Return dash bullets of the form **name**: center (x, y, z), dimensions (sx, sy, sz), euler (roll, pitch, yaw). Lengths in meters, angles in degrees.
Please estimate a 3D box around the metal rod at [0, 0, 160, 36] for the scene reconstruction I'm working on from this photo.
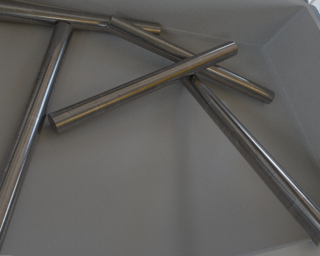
- **metal rod**: center (-0.137, -0.150, 0.424), dimensions (0.303, 0.025, 0.025), euler (-3, 63, -30)

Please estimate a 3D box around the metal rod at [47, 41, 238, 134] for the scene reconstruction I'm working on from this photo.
- **metal rod**: center (-0.003, -0.065, 0.419), dimensions (0.302, 0.025, 0.025), euler (-28, 77, -29)

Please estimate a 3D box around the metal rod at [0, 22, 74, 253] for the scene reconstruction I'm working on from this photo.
- **metal rod**: center (-0.139, -0.008, 0.335), dimensions (0.025, 0.025, 0.300), euler (18, 55, -19)

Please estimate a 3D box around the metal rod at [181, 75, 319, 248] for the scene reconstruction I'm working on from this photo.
- **metal rod**: center (0.094, 0.007, 0.378), dimensions (0.025, 0.025, 0.300), euler (1, 37, -28)

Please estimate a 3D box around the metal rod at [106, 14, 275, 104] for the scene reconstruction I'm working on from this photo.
- **metal rod**: center (0.061, -0.101, 0.489), dimensions (0.302, 0.025, 0.025), euler (20, 54, -22)
